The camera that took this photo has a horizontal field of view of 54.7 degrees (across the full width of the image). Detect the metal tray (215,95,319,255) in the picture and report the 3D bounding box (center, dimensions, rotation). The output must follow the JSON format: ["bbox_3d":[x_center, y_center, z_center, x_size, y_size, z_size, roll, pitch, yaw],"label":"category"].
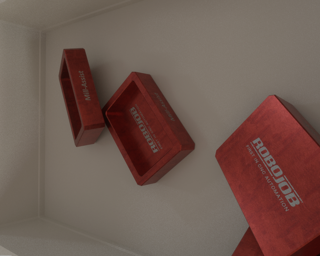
[{"bbox_3d":[0.109,0.042,0.277,0.090,0.030,0.130,-51,34,26],"label":"metal tray"}]

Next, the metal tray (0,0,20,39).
[{"bbox_3d":[-0.361,-0.281,0.699,0.090,0.030,0.129,-23,76,37],"label":"metal tray"}]

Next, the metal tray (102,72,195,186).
[{"bbox_3d":[-0.022,0.000,0.419,0.090,0.030,0.130,-45,63,30],"label":"metal tray"}]

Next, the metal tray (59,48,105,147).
[{"bbox_3d":[-0.124,-0.045,0.479,0.090,0.030,0.129,-43,62,60],"label":"metal tray"}]

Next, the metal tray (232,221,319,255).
[{"bbox_3d":[0.121,0.135,0.255,0.130,0.090,0.030,9,136,46],"label":"metal tray"}]
